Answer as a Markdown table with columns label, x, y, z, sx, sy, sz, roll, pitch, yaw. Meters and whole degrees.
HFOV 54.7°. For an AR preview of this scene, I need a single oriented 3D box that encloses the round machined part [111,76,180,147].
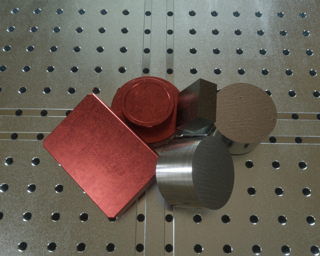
| label | x | y | z | sx | sy | sz | roll | pitch | yaw |
| --- | --- | --- | --- | --- | --- | --- | --- | --- | --- |
| round machined part | -0.016 | -0.026 | 0.408 | 0.099 | 0.042 | 0.098 | 0 | 70 | 0 |

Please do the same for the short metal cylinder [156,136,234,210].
| label | x | y | z | sx | sy | sz | roll | pitch | yaw |
| --- | --- | --- | --- | --- | --- | --- | --- | --- | --- |
| short metal cylinder | 0.042 | 0.051 | 0.354 | 0.050 | 0.080 | 0.080 | -9 | 63 | 43 |

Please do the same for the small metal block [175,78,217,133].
| label | x | y | z | sx | sy | sz | roll | pitch | yaw |
| --- | --- | --- | --- | --- | --- | --- | --- | --- | --- |
| small metal block | 0.045 | -0.026 | 0.385 | 0.025 | 0.050 | 0.050 | 16 | 67 | -24 |

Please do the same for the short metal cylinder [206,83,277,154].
| label | x | y | z | sx | sy | sz | roll | pitch | yaw |
| --- | --- | --- | --- | --- | --- | --- | --- | --- | --- |
| short metal cylinder | 0.102 | -0.011 | 0.400 | 0.081 | 0.050 | 0.080 | 0 | 70 | 0 |

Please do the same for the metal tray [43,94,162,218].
| label | x | y | z | sx | sy | sz | roll | pitch | yaw |
| --- | --- | --- | --- | --- | --- | --- | --- | --- | --- |
| metal tray | -0.068 | 0.032 | 0.381 | 0.130 | 0.030 | 0.090 | 44 | 91 | 13 |
